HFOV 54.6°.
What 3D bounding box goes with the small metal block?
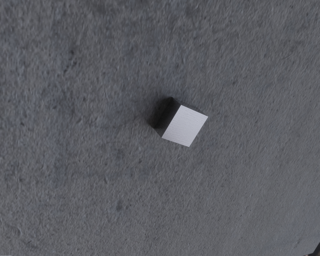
[{"bbox_3d":[0.028,-0.007,0.417,0.050,0.025,0.050,20,108,-36],"label":"small metal block"}]
